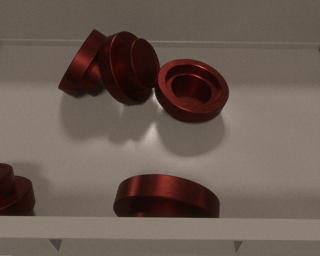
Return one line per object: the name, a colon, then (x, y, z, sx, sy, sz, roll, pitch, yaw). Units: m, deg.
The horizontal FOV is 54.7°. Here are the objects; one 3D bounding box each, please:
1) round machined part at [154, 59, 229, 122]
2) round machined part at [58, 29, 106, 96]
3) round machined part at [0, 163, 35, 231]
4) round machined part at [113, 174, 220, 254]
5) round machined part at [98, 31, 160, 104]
round machined part: (0.040, -0.046, 0.426, 0.099, 0.042, 0.098, 7, 53, -9)
round machined part: (-0.100, -0.086, 0.440, 0.042, 0.098, 0.098, 32, 50, -16)
round machined part: (-0.179, 0.066, 0.305, 0.099, 0.042, 0.098, -4, 15, 1)
round machined part: (0.005, 0.085, 0.287, 0.099, 0.097, 0.042, 7, 54, 6)
round machined part: (-0.035, -0.083, 0.423, 0.042, 0.098, 0.098, -8, 44, 31)
